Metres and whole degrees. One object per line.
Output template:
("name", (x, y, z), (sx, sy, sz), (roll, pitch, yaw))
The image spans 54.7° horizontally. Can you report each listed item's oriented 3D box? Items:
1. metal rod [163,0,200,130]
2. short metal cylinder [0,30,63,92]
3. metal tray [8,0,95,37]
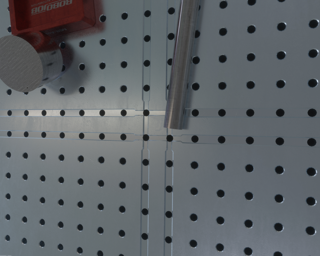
("metal rod", (0.036, -0.147, 0.399), (0.025, 0.025, 0.298), (8, 93, 20))
("short metal cylinder", (-0.192, -0.098, 0.452), (0.080, 0.050, 0.079), (6, 116, 14))
("metal tray", (-0.166, -0.188, 0.468), (0.130, 0.030, 0.089), (-7, 88, 19))
